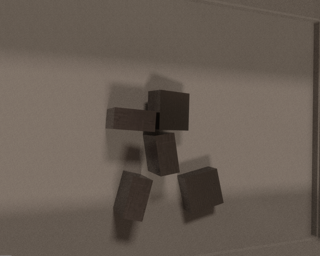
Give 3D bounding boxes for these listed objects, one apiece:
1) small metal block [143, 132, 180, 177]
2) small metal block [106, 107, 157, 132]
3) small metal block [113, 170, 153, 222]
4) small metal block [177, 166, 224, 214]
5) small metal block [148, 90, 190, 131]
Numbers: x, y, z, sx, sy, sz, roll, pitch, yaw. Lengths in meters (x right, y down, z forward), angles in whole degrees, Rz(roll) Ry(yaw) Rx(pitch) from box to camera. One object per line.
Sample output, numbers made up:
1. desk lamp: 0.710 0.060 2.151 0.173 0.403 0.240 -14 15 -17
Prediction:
1. small metal block: 0.001 0.032 0.399 0.025 0.050 0.050 -9 93 -20
2. small metal block: -0.037 -0.010 0.384 0.050 0.050 0.025 5 89 -20
3. small metal block: -0.035 0.083 0.386 0.025 0.050 0.050 17 85 -20
4. small metal block: 0.057 0.086 0.433 0.050 0.025 0.050 -13 95 -20
5. small metal block: 0.011 -0.022 0.408 0.050 0.025 0.050 2 89 -39
